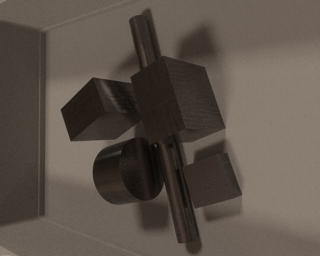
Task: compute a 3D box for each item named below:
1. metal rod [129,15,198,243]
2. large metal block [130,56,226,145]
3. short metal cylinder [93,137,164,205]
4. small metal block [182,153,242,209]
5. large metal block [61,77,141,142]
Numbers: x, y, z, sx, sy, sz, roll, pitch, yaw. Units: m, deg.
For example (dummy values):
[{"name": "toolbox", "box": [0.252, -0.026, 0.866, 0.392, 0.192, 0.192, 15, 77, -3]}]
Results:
[{"name": "metal rod", "box": [0.002, -0.006, 0.403, 0.025, 0.025, 0.299, -21, 77, 38]}, {"name": "large metal block", "box": [0.022, -0.028, 0.352, 0.050, 0.081, 0.080, -26, 74, 37]}, {"name": "short metal cylinder", "box": [-0.039, 0.056, 0.401, 0.050, 0.081, 0.080, -19, 78, 38]}, {"name": "small metal block", "box": [0.059, 0.061, 0.357, 0.050, 0.025, 0.050, -27, 73, 36]}, {"name": "large metal block", "box": [-0.076, -0.023, 0.431, 0.080, 0.081, 0.050, -35, 69, 34]}]
